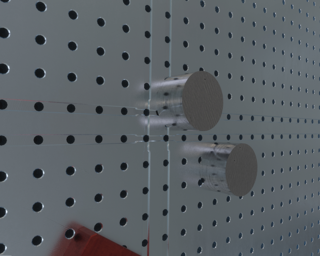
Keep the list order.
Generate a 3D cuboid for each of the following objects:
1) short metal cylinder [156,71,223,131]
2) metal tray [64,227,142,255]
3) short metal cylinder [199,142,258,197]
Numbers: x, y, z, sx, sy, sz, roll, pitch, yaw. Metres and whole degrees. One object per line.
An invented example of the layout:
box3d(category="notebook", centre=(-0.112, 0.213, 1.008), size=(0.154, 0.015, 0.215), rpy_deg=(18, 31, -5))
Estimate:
box3d(category="short metal cylinder", centre=(0.042, -0.036, 0.429), size=(0.081, 0.050, 0.079), rpy_deg=(0, 90, -40))
box3d(category="metal tray", centre=(-0.058, 0.183, 0.358), size=(0.130, 0.030, 0.090), rpy_deg=(42, 65, -32))
box3d(category="short metal cylinder", centre=(0.108, 0.063, 0.484), size=(0.081, 0.050, 0.079), rpy_deg=(0, 91, -40))
